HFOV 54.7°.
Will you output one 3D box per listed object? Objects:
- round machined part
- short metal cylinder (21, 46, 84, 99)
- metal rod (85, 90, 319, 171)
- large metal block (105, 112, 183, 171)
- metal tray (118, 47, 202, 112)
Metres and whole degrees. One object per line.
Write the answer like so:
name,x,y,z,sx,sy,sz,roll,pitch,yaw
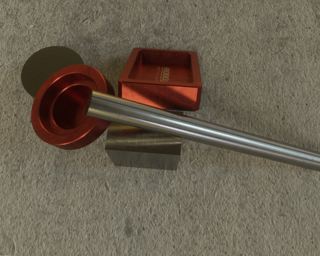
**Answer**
round machined part,-0.095,-0.021,0.360,0.098,0.042,0.098,-7,68,18
short metal cylinder,-0.136,-0.062,0.417,0.081,0.050,0.080,0,70,0
metal rod,0.070,0.010,0.344,0.302,0.025,0.025,14,69,-21
large metal block,-0.017,0.016,0.374,0.081,0.080,0.050,4,70,1
metal tray,0.003,-0.066,0.391,0.091,0.030,0.130,4,31,1
